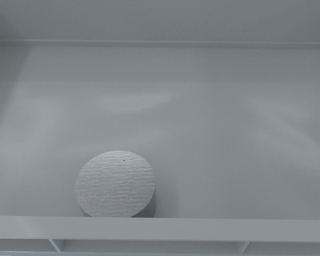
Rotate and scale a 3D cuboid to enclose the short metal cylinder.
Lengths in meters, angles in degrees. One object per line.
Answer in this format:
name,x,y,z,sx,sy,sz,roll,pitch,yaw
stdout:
short metal cylinder,-0.045,0.071,0.329,0.080,0.050,0.080,0,50,0
